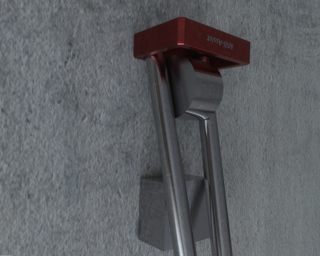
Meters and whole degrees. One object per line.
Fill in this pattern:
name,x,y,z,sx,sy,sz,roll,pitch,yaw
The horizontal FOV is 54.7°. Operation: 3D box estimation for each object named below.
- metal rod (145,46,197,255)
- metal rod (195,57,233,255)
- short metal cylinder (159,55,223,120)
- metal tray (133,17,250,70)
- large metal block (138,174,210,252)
metal rod,0.014,0.043,0.360,0.025,0.025,0.299,3,73,-40
metal rod,0.069,0.046,0.405,0.025,0.025,0.299,11,68,-40
short metal cylinder,0.034,-0.050,0.402,0.050,0.080,0.079,3,89,-41
metal tray,0.043,-0.102,0.401,0.131,0.090,0.030,3,89,-40
large metal block,0.020,0.106,0.407,0.081,0.050,0.079,2,89,-40
